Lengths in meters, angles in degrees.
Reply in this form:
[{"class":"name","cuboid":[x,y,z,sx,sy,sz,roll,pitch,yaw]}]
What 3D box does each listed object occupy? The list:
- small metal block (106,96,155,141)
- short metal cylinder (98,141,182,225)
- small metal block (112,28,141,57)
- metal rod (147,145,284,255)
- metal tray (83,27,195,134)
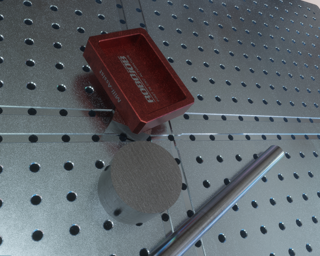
[{"class":"small metal block","cuboid":[-0.035,-0.014,0.398,0.050,0.025,0.050,22,53,-15]},{"class":"short metal cylinder","cuboid":[-0.023,0.061,0.343,0.081,0.050,0.080,14,56,-21]},{"class":"small metal block","cuboid":[-0.044,-0.117,0.455,0.050,0.025,0.050,-23,74,-36]},{"class":"metal rod","cuboid":[0.076,0.096,0.389,0.302,0.025,0.025,-29,78,-37]},{"class":"metal tray","cuboid":[-0.027,-0.065,0.397,0.091,0.030,0.130,-25,75,-37]}]
